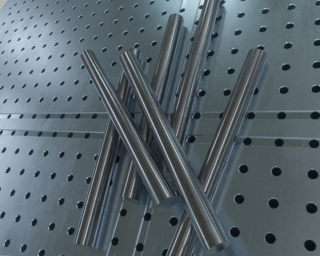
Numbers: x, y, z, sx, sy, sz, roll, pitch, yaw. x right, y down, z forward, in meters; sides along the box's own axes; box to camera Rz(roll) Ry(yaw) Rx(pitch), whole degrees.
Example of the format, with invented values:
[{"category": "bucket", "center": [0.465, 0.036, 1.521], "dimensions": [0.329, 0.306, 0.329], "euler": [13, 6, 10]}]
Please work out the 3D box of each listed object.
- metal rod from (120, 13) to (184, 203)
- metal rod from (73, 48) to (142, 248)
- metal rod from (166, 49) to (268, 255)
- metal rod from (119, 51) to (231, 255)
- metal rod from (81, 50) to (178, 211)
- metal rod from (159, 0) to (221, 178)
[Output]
[{"category": "metal rod", "center": [-0.005, -0.045, 0.439], "dimensions": [0.025, 0.025, 0.300], "euler": [-1, 61, 28]}, {"category": "metal rod", "center": [-0.066, 0.009, 0.438], "dimensions": [0.025, 0.025, 0.300], "euler": [-4, 60, 26]}, {"category": "metal rod", "center": [0.065, 0.035, 0.353], "dimensions": [0.025, 0.025, 0.300], "euler": [13, 68, 33]}, {"category": "metal rod", "center": [0.002, 0.002, 0.372], "dimensions": [0.025, 0.025, 0.300], "euler": [-32, 52, 8]}, {"category": "metal rod", "center": [-0.055, -0.020, 0.416], "dimensions": [0.025, 0.025, 0.300], "euler": [-36, 51, 4]}, {"category": "metal rod", "center": [0.046, -0.076, 0.431], "dimensions": [0.025, 0.025, 0.300], "euler": [2, 63, 29]}]
